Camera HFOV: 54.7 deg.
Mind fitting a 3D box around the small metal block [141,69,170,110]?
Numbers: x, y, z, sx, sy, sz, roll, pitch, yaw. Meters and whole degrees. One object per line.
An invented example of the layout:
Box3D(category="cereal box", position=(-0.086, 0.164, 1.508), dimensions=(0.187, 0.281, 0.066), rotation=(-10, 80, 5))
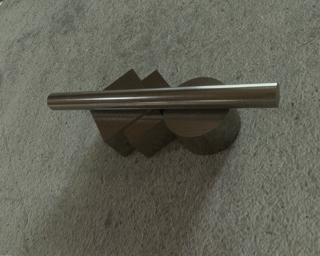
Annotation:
Box3D(category="small metal block", position=(0.007, -0.042, 0.412), dimensions=(0.025, 0.050, 0.050), rotation=(-37, 52, 4))

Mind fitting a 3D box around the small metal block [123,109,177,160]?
Box3D(category="small metal block", position=(-0.010, 0.007, 0.392), dimensions=(0.050, 0.050, 0.025), rotation=(-36, 52, 4))

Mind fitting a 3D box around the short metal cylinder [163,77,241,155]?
Box3D(category="short metal cylinder", position=(0.051, -0.014, 0.370), dimensions=(0.080, 0.050, 0.080), rotation=(-13, 56, 21))

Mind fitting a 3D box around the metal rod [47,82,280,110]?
Box3D(category="metal rod", position=(-0.019, -0.035, 0.370), dimensions=(0.300, 0.025, 0.025), rotation=(1, 62, 28))

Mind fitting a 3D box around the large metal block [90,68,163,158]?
Box3D(category="large metal block", position=(-0.043, -0.021, 0.423), dimensions=(0.080, 0.050, 0.080), rotation=(-36, 51, 4))
